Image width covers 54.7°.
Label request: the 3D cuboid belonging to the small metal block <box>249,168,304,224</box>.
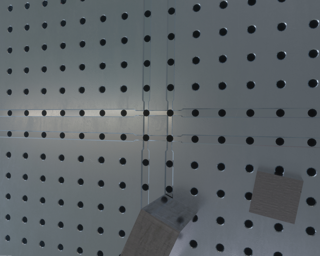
[{"bbox_3d":[0.136,0.079,0.364,0.050,0.025,0.050,11,94,19],"label":"small metal block"}]

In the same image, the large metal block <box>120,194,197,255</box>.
[{"bbox_3d":[-0.002,0.137,0.384,0.050,0.080,0.080,26,99,18],"label":"large metal block"}]
